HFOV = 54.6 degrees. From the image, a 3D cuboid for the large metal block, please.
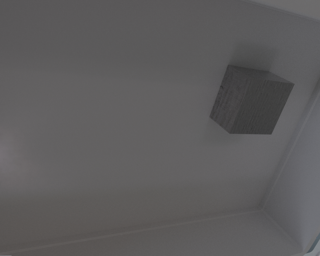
[{"bbox_3d":[0.128,-0.038,0.438,0.081,0.050,0.079,2,118,-29],"label":"large metal block"}]
